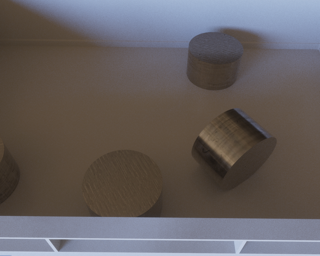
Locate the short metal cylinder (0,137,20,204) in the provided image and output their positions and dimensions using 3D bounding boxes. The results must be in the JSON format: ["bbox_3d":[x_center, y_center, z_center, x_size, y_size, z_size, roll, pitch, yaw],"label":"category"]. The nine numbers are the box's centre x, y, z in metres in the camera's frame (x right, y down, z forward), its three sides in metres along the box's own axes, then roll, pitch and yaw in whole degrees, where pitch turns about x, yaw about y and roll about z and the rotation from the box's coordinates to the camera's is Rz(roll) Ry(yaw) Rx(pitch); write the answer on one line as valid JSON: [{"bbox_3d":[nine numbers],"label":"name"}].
[{"bbox_3d":[-0.207,0.048,0.346,0.081,0.050,0.080,0,50,0],"label":"short metal cylinder"}]

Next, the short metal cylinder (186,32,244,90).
[{"bbox_3d":[0.083,-0.104,0.477,0.081,0.050,0.080,0,50,0],"label":"short metal cylinder"}]

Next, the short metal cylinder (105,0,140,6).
[{"bbox_3d":[-0.079,-0.294,0.638,0.081,0.050,0.080,0,50,0],"label":"short metal cylinder"}]

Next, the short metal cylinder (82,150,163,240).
[{"bbox_3d":[-0.038,0.070,0.330,0.081,0.050,0.080,0,50,0],"label":"short metal cylinder"}]

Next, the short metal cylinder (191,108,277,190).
[{"bbox_3d":[0.083,0.024,0.350,0.081,0.080,0.050,-28,56,-21],"label":"short metal cylinder"}]
